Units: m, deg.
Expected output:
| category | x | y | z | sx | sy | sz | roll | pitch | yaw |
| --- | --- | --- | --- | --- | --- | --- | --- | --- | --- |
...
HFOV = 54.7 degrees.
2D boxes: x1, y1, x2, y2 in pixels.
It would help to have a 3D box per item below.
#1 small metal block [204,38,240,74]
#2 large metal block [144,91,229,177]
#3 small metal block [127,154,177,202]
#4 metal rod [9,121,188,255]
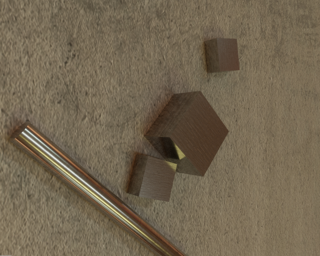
| category | x | y | z | sx | sy | sz | roll | pitch | yaw |
| --- | --- | --- | --- | --- | --- | --- | --- | --- | --- |
| small metal block | 0.099 | -0.114 | 0.490 | 0.050 | 0.025 | 0.050 | -12 | 98 | -40 |
| large metal block | 0.039 | 0.008 | 0.423 | 0.080 | 0.050 | 0.080 | 50 | 61 | -29 |
| small metal block | -0.009 | 0.065 | 0.399 | 0.050 | 0.025 | 0.050 | 21 | 77 | -38 |
| metal rod | -0.047 | 0.101 | 0.367 | 0.300 | 0.025 | 0.025 | 49 | 61 | -29 |
